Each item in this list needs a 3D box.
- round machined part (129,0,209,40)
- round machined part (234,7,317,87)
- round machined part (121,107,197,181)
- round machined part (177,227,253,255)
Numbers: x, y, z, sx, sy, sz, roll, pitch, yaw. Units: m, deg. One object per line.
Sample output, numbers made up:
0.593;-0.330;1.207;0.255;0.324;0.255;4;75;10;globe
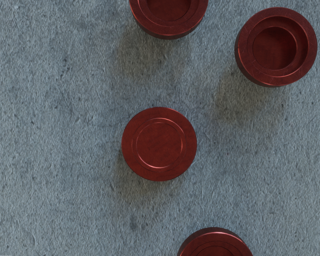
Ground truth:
0.011;-0.162;0.401;0.099;0.042;0.097;0;90;0;round machined part
0.145;-0.101;0.402;0.099;0.042;0.097;0;90;0;round machined part
-0.001;0.021;0.401;0.099;0.042;0.097;0;90;0;round machined part
0.070;0.177;0.402;0.099;0.042;0.097;0;90;0;round machined part
